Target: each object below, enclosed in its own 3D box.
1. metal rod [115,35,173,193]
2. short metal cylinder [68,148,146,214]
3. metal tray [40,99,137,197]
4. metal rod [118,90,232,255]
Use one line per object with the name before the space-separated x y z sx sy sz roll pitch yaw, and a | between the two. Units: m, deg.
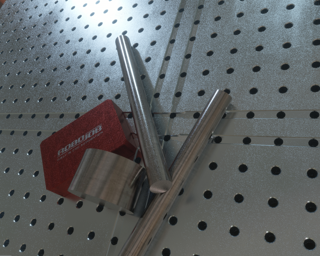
metal rod | -0.032 -0.043 0.434 0.025 0.025 0.300 -27 47 11
short metal cylinder | -0.060 0.064 0.366 0.080 0.080 0.050 6 65 31
metal tray | -0.106 0.027 0.444 0.130 0.030 0.090 -32 52 7
metal rod | 0.003 0.083 0.355 0.025 0.025 0.300 22 73 36
